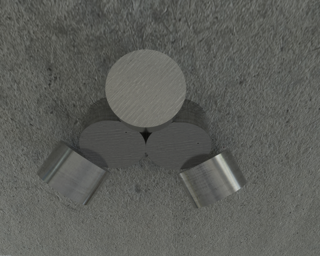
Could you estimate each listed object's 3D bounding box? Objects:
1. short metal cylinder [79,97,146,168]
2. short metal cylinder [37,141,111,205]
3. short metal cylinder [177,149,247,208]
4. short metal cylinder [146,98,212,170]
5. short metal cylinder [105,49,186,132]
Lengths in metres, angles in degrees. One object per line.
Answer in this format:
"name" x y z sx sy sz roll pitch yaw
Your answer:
"short metal cylinder" -0.058 0.006 0.396 0.081 0.050 0.079 0 130 0
"short metal cylinder" -0.113 0.059 0.413 0.080 0.080 0.050 39 80 -28
"short metal cylinder" 0.070 0.068 0.423 0.080 0.080 0.050 -30 83 23
"short metal cylinder" 0.023 0.008 0.399 0.081 0.050 0.079 0 130 0
"short metal cylinder" -0.015 -0.037 0.333 0.081 0.080 0.050 1 173 -1
